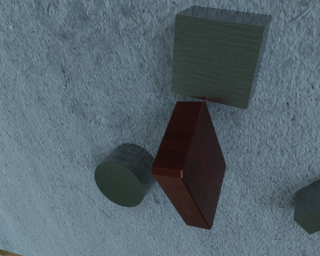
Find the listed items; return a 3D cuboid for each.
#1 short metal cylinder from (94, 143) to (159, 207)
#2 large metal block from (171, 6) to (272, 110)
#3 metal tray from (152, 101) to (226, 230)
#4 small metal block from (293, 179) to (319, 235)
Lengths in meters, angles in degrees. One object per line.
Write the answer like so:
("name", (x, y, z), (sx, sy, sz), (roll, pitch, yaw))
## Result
("short metal cylinder", (-0.049, 0.069, 0.457), (0.080, 0.050, 0.079), (13, 124, 20))
("large metal block", (0.060, -0.073, 0.313), (0.080, 0.050, 0.079), (15, 125, 19))
("metal tray", (0.039, 0.044, 0.342), (0.030, 0.090, 0.130), (3, 143, 26))
("small metal block", (0.181, 0.084, 0.347), (0.025, 0.050, 0.050), (43, 129, -1))
